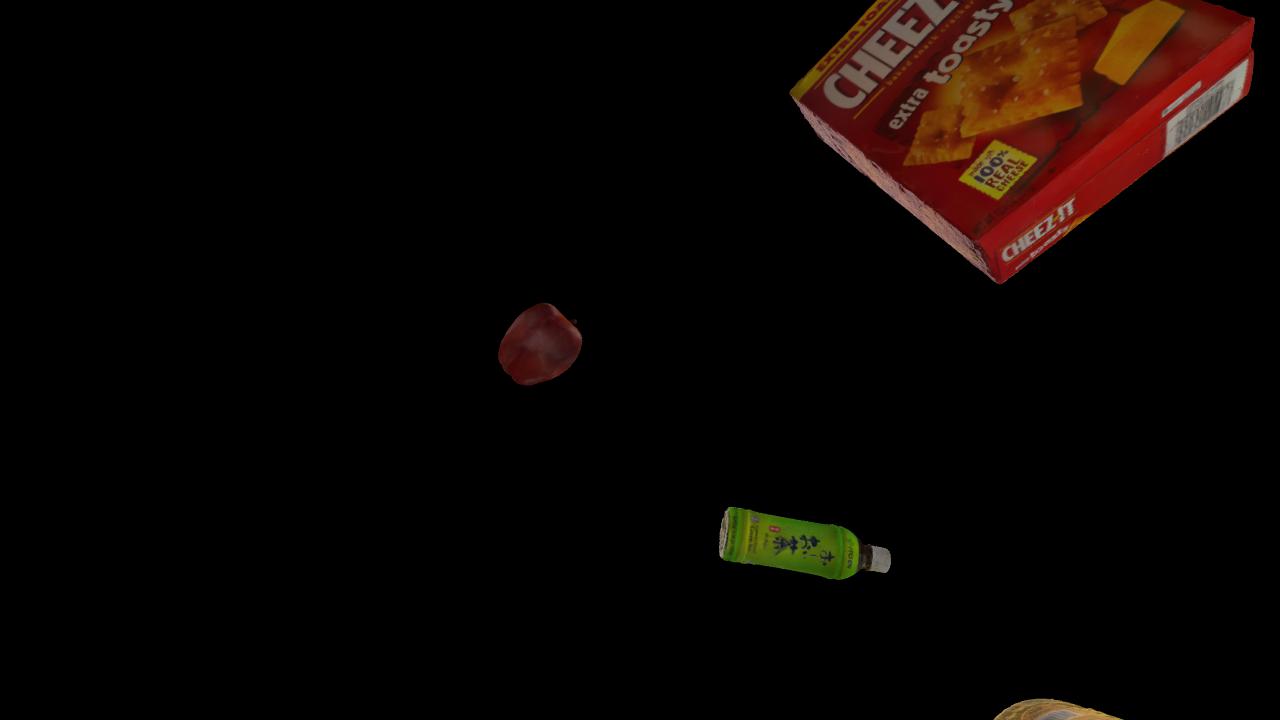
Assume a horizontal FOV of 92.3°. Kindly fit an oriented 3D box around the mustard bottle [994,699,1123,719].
[{"bbox_3d":[0.307,0.257,0.376,0.092,0.054,0.184,-6,-17,-14],"label":"mustard bottle"}]

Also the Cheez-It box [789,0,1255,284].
[{"bbox_3d":[0.231,-0.184,0.420,0.166,0.223,0.071,-42,-42,18],"label":"Cheez-It box"}]

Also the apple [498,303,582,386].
[{"bbox_3d":[-0.106,-0.015,0.664,0.093,0.079,0.079,-42,4,-5],"label":"apple"}]

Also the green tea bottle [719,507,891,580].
[{"bbox_3d":[0.211,0.239,0.791,0.212,0.073,0.073,7,0,4],"label":"green tea bottle"}]
